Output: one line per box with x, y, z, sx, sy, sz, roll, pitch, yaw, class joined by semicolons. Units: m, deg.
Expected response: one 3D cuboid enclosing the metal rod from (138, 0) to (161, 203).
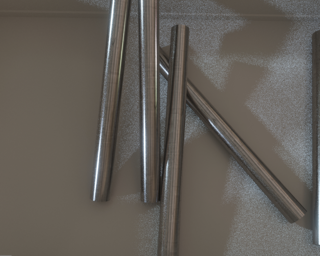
-0.013;-0.061;0.372;0.025;0.025;0.298;-1;93;-1;metal rod

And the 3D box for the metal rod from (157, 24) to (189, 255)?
0.018;0.010;0.388;0.025;0.025;0.299;4;76;1;metal rod

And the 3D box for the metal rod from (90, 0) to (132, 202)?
-0.057;-0.061;0.372;0.025;0.025;0.298;7;93;2;metal rod

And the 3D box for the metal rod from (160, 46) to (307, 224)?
0.076;-0.005;0.412;0.025;0.025;0.300;-36;74;-12;metal rod

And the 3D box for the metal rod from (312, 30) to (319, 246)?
0.217;-0.001;0.412;0.025;0.025;0.299;9;70;3;metal rod
